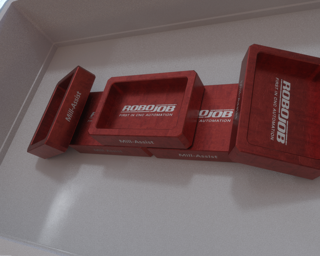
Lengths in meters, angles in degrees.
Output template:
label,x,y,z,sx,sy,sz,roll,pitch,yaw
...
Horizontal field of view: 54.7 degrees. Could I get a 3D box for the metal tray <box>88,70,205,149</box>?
label,x,y,z,sx,sy,sz,roll,pitch,yaw
metal tray,-0.018,-0.023,0.385,0.130,0.030,0.090,1,61,28

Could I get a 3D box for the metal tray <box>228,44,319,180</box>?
label,x,y,z,sx,sy,sz,roll,pitch,yaw
metal tray,0.127,-0.020,0.322,0.090,0.030,0.130,13,65,3

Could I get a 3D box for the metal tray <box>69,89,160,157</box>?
label,x,y,z,sx,sy,sz,roll,pitch,yaw
metal tray,-0.061,-0.009,0.439,0.130,0.030,0.090,0,62,28

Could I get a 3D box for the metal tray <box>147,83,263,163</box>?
label,x,y,z,sx,sy,sz,roll,pitch,yaw
metal tray,0.054,-0.007,0.378,0.130,0.030,0.090,0,62,28

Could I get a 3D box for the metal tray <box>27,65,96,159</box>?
label,x,y,z,sx,sy,sz,roll,pitch,yaw
metal tray,-0.150,-0.022,0.470,0.090,0.030,0.130,-17,50,50
